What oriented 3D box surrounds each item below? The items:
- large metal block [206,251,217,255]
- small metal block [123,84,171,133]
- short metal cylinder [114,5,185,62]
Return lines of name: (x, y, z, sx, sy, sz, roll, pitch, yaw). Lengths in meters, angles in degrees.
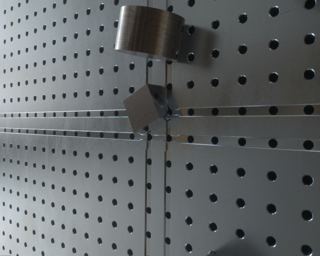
large metal block: (0.037, 0.196, 0.343, 0.050, 0.081, 0.079, 41, 115, 32)
small metal block: (-0.018, -0.026, 0.425, 0.050, 0.025, 0.050, -31, 71, 35)
short metal cylinder: (-0.013, -0.115, 0.384, 0.080, 0.081, 0.050, 17, 101, 39)
